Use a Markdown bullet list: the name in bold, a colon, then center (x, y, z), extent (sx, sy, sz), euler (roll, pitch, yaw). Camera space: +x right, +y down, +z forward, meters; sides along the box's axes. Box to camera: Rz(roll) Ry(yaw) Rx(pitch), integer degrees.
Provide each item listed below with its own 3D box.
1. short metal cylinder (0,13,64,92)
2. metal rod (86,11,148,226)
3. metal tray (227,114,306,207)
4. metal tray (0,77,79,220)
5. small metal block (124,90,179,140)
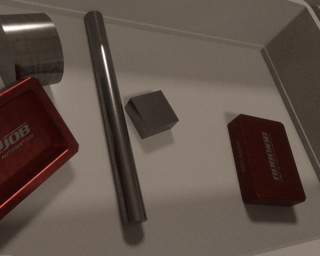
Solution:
- **short metal cylinder**: center (-0.148, -0.084, 0.342), extent (0.050, 0.080, 0.080), euler (-19, 72, -36)
- **metal rod**: center (-0.061, -0.031, 0.392), extent (0.025, 0.025, 0.299), euler (-1, 62, -29)
- **metal tray**: center (0.156, 0.047, 0.460), extent (0.091, 0.030, 0.130), euler (10, 57, -23)
- **metal tray**: center (-0.147, 0.023, 0.280), extent (0.131, 0.030, 0.090), euler (-47, 123, -39)
- **small metal block**: center (-0.011, -0.019, 0.412), extent (0.050, 0.025, 0.050), euler (-19, 72, -36)
